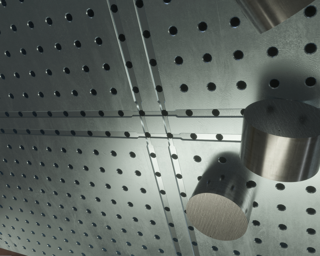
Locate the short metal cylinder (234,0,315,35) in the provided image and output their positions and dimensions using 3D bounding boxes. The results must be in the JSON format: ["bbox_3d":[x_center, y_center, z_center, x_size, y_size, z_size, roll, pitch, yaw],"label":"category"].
[{"bbox_3d":[0.099,-0.121,0.248,0.080,0.080,0.050,-31,101,37],"label":"short metal cylinder"}]

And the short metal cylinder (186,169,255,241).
[{"bbox_3d":[0.081,0.103,0.415,0.080,0.050,0.079,13,124,20],"label":"short metal cylinder"}]

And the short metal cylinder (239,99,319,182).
[{"bbox_3d":[0.124,0.010,0.316,0.080,0.080,0.050,11,123,22],"label":"short metal cylinder"}]
